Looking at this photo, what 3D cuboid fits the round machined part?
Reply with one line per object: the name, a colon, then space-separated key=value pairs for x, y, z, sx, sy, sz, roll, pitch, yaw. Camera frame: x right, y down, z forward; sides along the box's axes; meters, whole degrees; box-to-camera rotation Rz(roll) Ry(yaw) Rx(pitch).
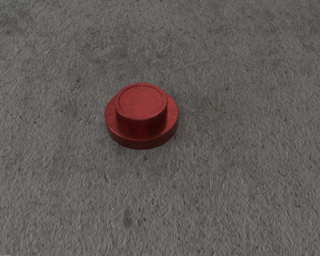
round machined part: x=-0.024 y=-0.023 z=0.411 sx=0.099 sy=0.042 sz=0.098 roll=0 pitch=50 yaw=0
